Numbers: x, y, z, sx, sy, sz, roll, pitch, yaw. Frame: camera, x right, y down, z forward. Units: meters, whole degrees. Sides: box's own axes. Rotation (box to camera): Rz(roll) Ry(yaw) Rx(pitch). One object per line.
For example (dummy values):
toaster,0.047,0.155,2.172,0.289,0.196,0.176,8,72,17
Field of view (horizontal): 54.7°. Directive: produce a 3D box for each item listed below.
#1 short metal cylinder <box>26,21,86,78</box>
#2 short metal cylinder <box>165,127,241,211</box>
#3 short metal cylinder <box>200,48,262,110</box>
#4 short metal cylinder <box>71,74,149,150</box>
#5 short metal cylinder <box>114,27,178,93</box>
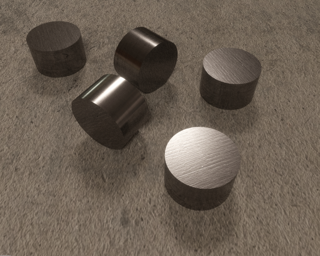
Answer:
short metal cylinder,-0.162,-0.125,0.490,0.081,0.050,0.080,0,50,0
short metal cylinder,0.045,0.045,0.350,0.081,0.050,0.080,0,50,0
short metal cylinder,0.100,-0.072,0.449,0.081,0.050,0.080,0,50,0
short metal cylinder,-0.061,-0.019,0.383,0.080,0.080,0.050,27,55,20
short metal cylinder,-0.020,-0.099,0.450,0.050,0.080,0.080,37,59,26
